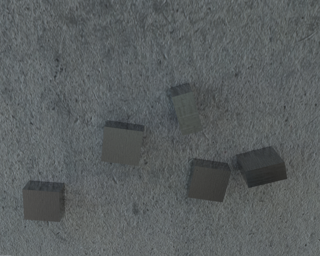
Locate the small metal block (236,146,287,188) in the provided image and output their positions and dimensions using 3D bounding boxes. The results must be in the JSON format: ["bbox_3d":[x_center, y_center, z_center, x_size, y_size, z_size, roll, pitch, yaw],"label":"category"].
[{"bbox_3d":[0.135,0.051,0.416,0.050,0.050,0.025,-15,110,5],"label":"small metal block"}]

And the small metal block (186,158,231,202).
[{"bbox_3d":[0.068,0.074,0.437,0.050,0.025,0.050,9,110,-4],"label":"small metal block"}]

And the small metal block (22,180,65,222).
[{"bbox_3d":[-0.167,0.106,0.447,0.050,0.025,0.050,5,110,-2],"label":"small metal block"}]

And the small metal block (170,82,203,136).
[{"bbox_3d":[0.032,-0.025,0.387,0.025,0.050,0.050,-15,110,5],"label":"small metal block"}]

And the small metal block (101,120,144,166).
[{"bbox_3d":[-0.050,0.020,0.417,0.050,0.025,0.050,8,110,-3],"label":"small metal block"}]
